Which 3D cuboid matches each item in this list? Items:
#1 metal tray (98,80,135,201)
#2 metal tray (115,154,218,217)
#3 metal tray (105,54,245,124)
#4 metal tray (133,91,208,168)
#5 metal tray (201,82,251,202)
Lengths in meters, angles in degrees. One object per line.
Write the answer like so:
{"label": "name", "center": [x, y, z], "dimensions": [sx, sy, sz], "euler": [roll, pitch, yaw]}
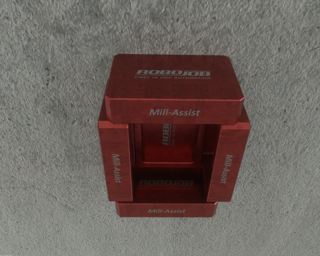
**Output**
{"label": "metal tray", "center": [-0.048, 0.016, 0.379], "dimensions": [0.030, 0.090, 0.129], "euler": [1, 130, -1]}
{"label": "metal tray", "center": [0.008, 0.078, 0.432], "dimensions": [0.131, 0.090, 0.030], "euler": [1, 130, -1]}
{"label": "metal tray", "center": [0.014, -0.044, 0.328], "dimensions": [0.131, 0.090, 0.030], "euler": [1, 130, -1]}
{"label": "metal tray", "center": [0.012, -0.003, 0.403], "dimensions": [0.091, 0.030, 0.129], "euler": [0, 130, -1]}
{"label": "metal tray", "center": [0.074, 0.018, 0.381], "dimensions": [0.030, 0.090, 0.129], "euler": [1, 130, -1]}
